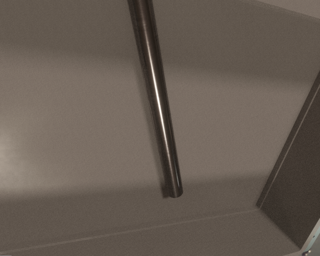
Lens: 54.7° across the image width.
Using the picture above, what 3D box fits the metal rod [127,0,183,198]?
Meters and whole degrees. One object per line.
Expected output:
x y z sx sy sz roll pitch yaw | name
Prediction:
0.001 -0.019 0.398 0.025 0.025 0.298 -22 127 -15 | metal rod
